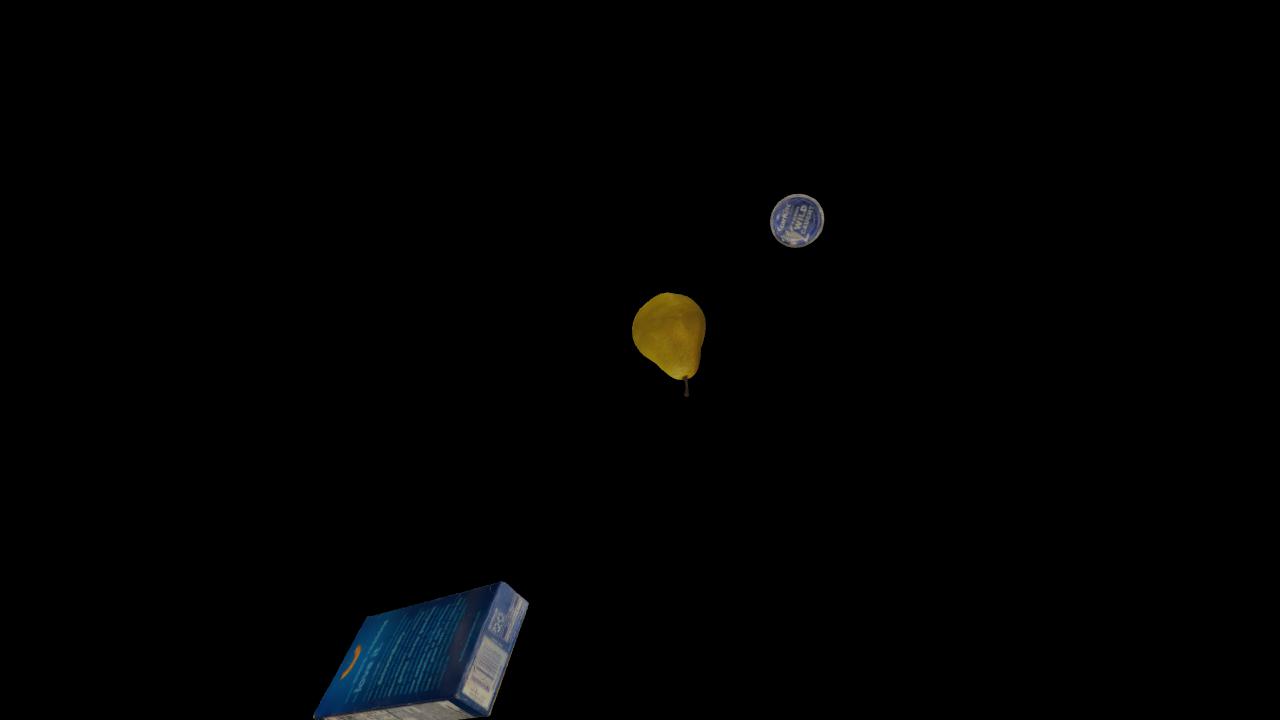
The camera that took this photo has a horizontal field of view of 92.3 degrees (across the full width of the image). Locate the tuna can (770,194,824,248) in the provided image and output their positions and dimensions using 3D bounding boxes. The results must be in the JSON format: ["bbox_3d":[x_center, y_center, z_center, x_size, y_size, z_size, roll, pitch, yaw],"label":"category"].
[{"bbox_3d":[0.251,-0.224,0.989,0.084,0.084,0.034,0,14,10],"label":"tuna can"}]

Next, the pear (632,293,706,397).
[{"bbox_3d":[0.039,-0.017,0.641,0.080,0.111,0.080,-17,-36,-13],"label":"pear"}]

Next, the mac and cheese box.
[{"bbox_3d":[-0.183,0.250,0.511,0.184,0.041,0.093,-24,31,29],"label":"mac and cheese box"}]
